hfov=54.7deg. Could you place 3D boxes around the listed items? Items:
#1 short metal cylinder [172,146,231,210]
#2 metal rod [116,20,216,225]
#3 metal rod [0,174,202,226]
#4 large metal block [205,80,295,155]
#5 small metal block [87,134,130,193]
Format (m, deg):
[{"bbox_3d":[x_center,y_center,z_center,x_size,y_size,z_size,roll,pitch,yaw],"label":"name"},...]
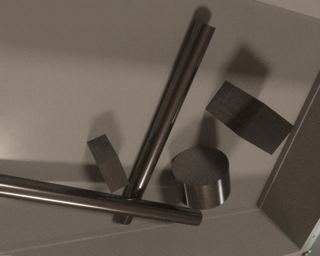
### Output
[{"bbox_3d":[0.061,0.071,0.453,0.081,0.080,0.050,-23,127,-15],"label":"short metal cylinder"},{"bbox_3d":[0.000,0.007,0.414,0.025,0.025,0.298,9,114,-33],"label":"metal rod"},{"bbox_3d":[-0.071,0.098,0.406,0.302,0.025,0.025,17,109,-27],"label":"metal rod"},{"bbox_3d":[0.125,-0.015,0.434,0.080,0.080,0.050,26,104,-38],"label":"large metal block"},{"bbox_3d":[-0.065,0.044,0.385,0.025,0.050,0.050,-26,128,-13],"label":"small metal block"}]
